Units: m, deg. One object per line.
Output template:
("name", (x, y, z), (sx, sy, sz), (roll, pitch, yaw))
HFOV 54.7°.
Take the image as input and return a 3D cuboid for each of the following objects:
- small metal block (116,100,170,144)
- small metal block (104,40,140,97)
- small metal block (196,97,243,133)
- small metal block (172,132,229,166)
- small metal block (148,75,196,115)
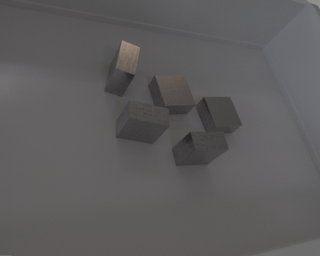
("small metal block", (-0.022, -0.006, 0.381), (0.050, 0.050, 0.025), (11, 57, -22))
("small metal block", (-0.050, -0.078, 0.410), (0.025, 0.050, 0.050), (18, 55, -18))
("small metal block", (0.088, -0.019, 0.464), (0.050, 0.025, 0.050), (-4, 64, -30))
("small metal block", (0.051, 0.027, 0.400), (0.050, 0.050, 0.025), (1, 62, -28))
("small metal block", (0.017, -0.047, 0.443), (0.050, 0.025, 0.050), (-4, 64, -30))
